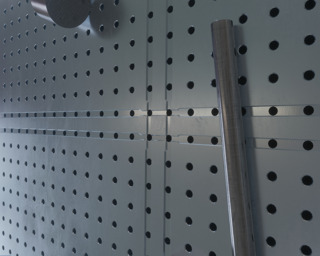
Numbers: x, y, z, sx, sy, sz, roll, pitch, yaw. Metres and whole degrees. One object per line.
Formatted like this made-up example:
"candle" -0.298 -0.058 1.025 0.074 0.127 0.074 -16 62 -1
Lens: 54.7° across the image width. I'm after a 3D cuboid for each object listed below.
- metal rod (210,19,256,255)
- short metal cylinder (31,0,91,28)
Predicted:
"metal rod" 0.082 0.030 0.341 0.025 0.025 0.298 -8 85 39
"short metal cylinder" -0.161 -0.209 0.507 0.050 0.081 0.079 30 109 36
